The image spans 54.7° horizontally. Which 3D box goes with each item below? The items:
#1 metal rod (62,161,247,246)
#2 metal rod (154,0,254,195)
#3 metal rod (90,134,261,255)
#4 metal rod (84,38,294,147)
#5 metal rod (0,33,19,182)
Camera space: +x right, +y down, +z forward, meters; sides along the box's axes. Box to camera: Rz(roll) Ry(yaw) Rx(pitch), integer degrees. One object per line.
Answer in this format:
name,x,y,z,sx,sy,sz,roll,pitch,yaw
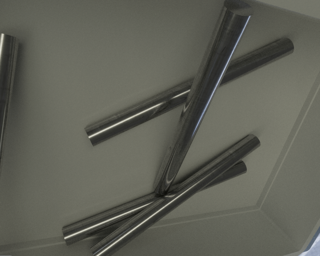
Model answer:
metal rod,0.004,0.109,0.479,0.302,0.025,0.025,-18,126,-19
metal rod,0.032,-0.003,0.358,0.025,0.025,0.298,-11,145,-23
metal rod,0.034,0.096,0.463,0.302,0.025,0.025,-32,129,-18
metal rod,0.048,-0.052,0.404,0.302,0.025,0.025,-26,128,-13
metal rod,-0.164,0.064,0.286,0.025,0.025,0.298,8,92,-32
